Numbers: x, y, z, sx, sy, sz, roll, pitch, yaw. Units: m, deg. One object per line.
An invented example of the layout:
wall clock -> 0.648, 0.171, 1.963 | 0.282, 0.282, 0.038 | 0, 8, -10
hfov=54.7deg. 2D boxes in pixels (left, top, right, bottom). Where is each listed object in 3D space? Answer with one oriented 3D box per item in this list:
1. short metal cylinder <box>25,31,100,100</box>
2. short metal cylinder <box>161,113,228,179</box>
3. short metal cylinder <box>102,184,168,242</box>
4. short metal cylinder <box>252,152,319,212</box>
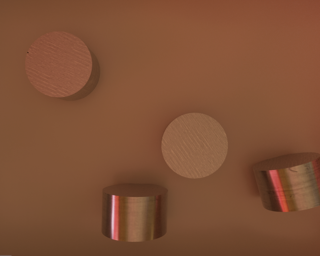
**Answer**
short metal cylinder -> -0.122, -0.077, 0.398 | 0.081, 0.050, 0.080 | 0, 90, 0
short metal cylinder -> 0.042, 0.021, 0.399 | 0.081, 0.050, 0.080 | 0, 90, 0
short metal cylinder -> -0.031, 0.101, 0.384 | 0.081, 0.080, 0.050 | 1, 90, 0
short metal cylinder -> 0.162, 0.065, 0.385 | 0.080, 0.080, 0.050 | -15, 90, 0
